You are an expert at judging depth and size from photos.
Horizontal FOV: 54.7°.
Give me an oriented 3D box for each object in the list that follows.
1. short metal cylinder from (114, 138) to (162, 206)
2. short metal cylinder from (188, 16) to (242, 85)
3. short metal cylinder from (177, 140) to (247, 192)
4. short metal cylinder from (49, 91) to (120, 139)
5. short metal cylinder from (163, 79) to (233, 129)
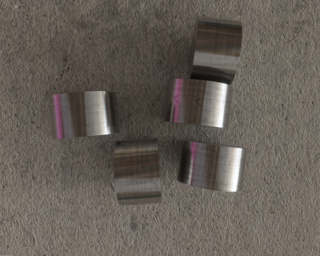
[{"bbox_3d":[-0.025,0.053,0.382,0.050,0.080,0.080,-4,90,0],"label":"short metal cylinder"},{"bbox_3d":[0.065,-0.094,0.383,0.050,0.080,0.080,7,90,0],"label":"short metal cylinder"},{"bbox_3d":[0.064,0.044,0.383,0.080,0.080,0.050,8,90,0],"label":"short metal cylinder"},{"bbox_3d":[-0.092,-0.015,0.382,0.080,0.080,0.050,-5,90,0],"label":"short metal cylinder"},{"bbox_3d":[0.046,-0.029,0.383,0.080,0.080,0.050,7,90,0],"label":"short metal cylinder"}]
